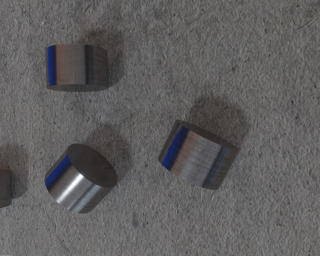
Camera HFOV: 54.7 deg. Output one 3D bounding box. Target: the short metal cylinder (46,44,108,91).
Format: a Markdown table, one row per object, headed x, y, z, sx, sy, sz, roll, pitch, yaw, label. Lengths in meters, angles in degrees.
| x | y | z | sx | sy | sz | roll | pitch | yaw | label |
| --- | --- | --- | --- | --- | --- | --- | --- | --- | --- |
| -0.111 | -0.078 | 0.419 | 0.080 | 0.080 | 0.050 | -1 | 90 | 20 | short metal cylinder |

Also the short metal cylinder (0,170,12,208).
| x | y | z | sx | sy | sz | roll | pitch | yaw | label |
| --- | --- | --- | --- | --- | --- | --- | --- | --- | --- |
| -0.273 | 0.094 | 0.476 | 0.080 | 0.080 | 0.050 | -1 | 90 | 20 | short metal cylinder |

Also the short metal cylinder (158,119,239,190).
| x | y | z | sx | sy | sz | roll | pitch | yaw | label |
| --- | --- | --- | --- | --- | --- | --- | --- | --- | --- |
| 0.045 | 0.030 | 0.364 | 0.080 | 0.080 | 0.050 | 28 | 99 | 18 | short metal cylinder |

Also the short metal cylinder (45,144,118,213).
| x | y | z | sx | sy | sz | roll | pitch | yaw | label |
| --- | --- | --- | --- | --- | --- | --- | --- | --- | --- |
| -0.105 | 0.067 | 0.417 | 0.080 | 0.080 | 0.050 | 46 | 104 | 14 | short metal cylinder |
